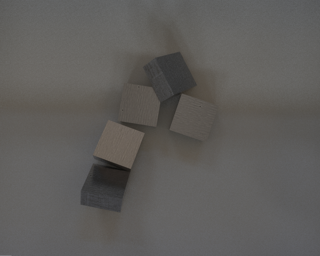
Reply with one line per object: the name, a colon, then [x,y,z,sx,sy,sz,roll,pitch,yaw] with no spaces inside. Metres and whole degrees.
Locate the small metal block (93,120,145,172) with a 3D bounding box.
small metal block: [-0.053,0.024,0.403,0.050,0.025,0.050,20,71,0]

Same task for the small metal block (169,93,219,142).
small metal block: [0.044,-0.013,0.412,0.050,0.025,0.050,19,90,0]

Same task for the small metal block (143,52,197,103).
small metal block: [0.014,-0.066,0.397,0.050,0.025,0.050,-27,90,-45]

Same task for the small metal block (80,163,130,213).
small metal block: [-0.069,0.076,0.396,0.050,0.050,0.025,12,125,0]

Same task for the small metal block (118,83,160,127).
small metal block: [-0.025,-0.030,0.411,0.050,0.025,0.050,9,90,0]
